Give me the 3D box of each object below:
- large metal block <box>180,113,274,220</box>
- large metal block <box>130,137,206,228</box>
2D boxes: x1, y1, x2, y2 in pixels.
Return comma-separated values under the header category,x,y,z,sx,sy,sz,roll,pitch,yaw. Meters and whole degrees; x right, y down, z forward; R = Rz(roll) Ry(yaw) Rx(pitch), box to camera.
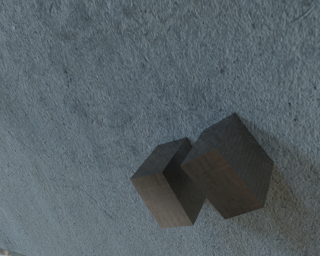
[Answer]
category,x,y,z,sx,sy,sz,roll,pitch,yaw
large metal block,0.080,0.042,0.355,0.050,0.080,0.080,-33,100,38
large metal block,0.018,0.071,0.405,0.050,0.080,0.080,-18,109,35
